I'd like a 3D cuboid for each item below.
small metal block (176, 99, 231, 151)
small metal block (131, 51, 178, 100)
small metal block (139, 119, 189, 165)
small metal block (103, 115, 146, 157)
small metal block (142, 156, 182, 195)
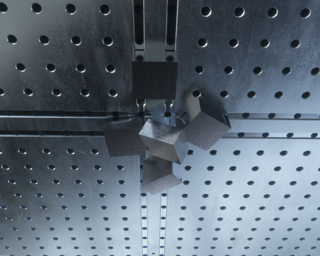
[{"bbox_3d":[0.057,-0.003,0.410,0.050,0.025,0.050,27,125,-22],"label":"small metal block"},{"bbox_3d":[-0.006,-0.061,0.360,0.050,0.025,0.050,1,130,-1],"label":"small metal block"},{"bbox_3d":[0.006,0.019,0.406,0.050,0.025,0.050,16,151,27],"label":"small metal block"},{"bbox_3d":[-0.046,0.012,0.421,0.050,0.025,0.050,-4,130,3],"label":"small metal block"},{"bbox_3d":[0.003,0.063,0.449,0.050,0.050,0.025,-27,125,20],"label":"small metal block"}]
